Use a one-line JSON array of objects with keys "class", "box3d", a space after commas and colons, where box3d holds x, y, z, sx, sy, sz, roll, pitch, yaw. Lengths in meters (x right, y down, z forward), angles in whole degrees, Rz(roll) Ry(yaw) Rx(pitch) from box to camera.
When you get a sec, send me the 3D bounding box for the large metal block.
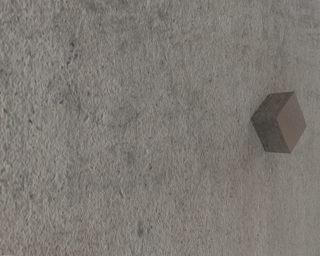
[{"class": "large metal block", "box3d": [0.222, -0.010, 0.573, 0.080, 0.050, 0.080, -46, 118, -30]}]
